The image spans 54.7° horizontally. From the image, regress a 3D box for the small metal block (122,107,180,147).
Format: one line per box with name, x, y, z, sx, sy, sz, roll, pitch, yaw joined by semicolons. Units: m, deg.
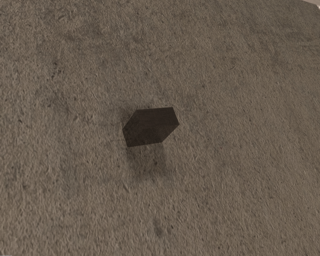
small metal block;-0.012;-0.001;0.383;0.050;0.050;0.025;-7;65;-32
